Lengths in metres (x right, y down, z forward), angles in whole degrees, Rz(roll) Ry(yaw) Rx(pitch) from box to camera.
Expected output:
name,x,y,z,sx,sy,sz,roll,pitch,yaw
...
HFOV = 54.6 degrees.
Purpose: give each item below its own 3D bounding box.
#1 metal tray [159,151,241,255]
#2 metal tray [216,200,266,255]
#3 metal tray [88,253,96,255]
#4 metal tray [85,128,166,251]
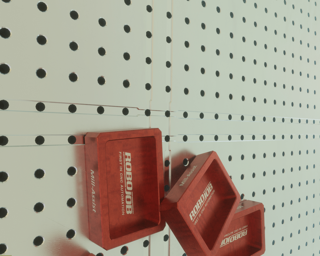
name,x,y,z,sx,sy,sz,roll,pitch,yaw
metal tray,0.060,0.101,0.421,0.090,0.030,0.131,60,39,-11
metal tray,0.122,0.177,0.507,0.131,0.030,0.090,-5,93,-40
metal tray,-0.035,0.204,0.336,0.030,0.090,0.130,-39,114,-33
metal tray,-0.039,0.067,0.372,0.091,0.030,0.129,-5,93,-40
